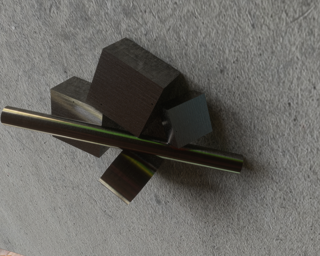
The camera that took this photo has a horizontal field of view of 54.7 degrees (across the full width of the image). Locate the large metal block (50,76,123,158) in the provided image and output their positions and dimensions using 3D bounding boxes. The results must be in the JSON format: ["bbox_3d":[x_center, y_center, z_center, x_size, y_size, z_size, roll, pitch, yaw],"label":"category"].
[{"bbox_3d":[-0.103,-0.016,0.436,0.080,0.050,0.079,23,127,14],"label":"large metal block"}]

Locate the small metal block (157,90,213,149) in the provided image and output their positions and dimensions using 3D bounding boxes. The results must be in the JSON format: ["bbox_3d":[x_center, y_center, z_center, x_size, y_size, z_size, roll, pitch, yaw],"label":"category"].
[{"bbox_3d":[0.030,-0.011,0.366,0.025,0.050,0.050,29,140,58],"label":"small metal block"}]

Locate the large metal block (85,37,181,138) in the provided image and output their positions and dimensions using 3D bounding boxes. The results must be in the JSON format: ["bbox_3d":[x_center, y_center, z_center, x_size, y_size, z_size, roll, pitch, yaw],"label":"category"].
[{"bbox_3d":[-0.034,-0.049,0.376,0.080,0.050,0.079,34,129,5],"label":"large metal block"}]

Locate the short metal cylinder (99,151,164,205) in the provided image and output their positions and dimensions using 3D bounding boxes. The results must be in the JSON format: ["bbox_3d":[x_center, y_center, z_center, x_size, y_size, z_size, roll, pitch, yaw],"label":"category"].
[{"bbox_3d":[-0.039,0.058,0.429,0.050,0.080,0.080,39,129,1],"label":"short metal cylinder"}]

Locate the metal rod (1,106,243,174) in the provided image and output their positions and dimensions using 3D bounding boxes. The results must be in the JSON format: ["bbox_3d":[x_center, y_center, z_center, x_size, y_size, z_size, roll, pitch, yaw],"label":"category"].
[{"bbox_3d":[-0.048,0.015,0.389,0.302,0.025,0.025,12,125,2],"label":"metal rod"}]
